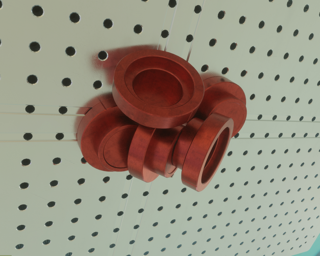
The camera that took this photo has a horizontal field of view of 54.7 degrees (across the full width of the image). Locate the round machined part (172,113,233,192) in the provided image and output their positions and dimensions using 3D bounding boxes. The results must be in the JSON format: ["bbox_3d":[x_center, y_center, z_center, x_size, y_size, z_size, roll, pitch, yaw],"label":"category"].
[{"bbox_3d":[0.050,0.026,0.383,0.098,0.042,0.097,-47,151,-37],"label":"round machined part"}]

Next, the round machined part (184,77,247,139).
[{"bbox_3d":[0.082,-0.019,0.435,0.099,0.042,0.097,-14,125,-21],"label":"round machined part"}]

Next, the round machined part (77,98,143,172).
[{"bbox_3d":[-0.049,0.015,0.384,0.099,0.042,0.097,-14,125,-21],"label":"round machined part"}]

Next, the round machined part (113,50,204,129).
[{"bbox_3d":[-0.004,-0.039,0.346,0.099,0.098,0.042,-12,149,-22],"label":"round machined part"}]

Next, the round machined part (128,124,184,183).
[{"bbox_3d":[0.004,0.023,0.388,0.098,0.042,0.097,-52,153,-39],"label":"round machined part"}]
